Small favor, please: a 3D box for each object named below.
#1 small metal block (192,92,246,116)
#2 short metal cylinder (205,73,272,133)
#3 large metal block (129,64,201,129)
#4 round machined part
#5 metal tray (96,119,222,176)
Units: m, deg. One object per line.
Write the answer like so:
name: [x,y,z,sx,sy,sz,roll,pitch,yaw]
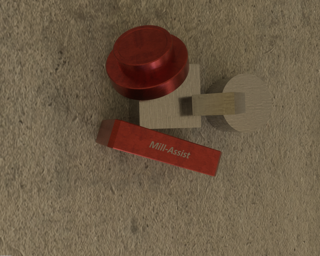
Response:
small metal block: [0.072,-0.029,0.375,0.050,0.050,0.025,-10,98,-61]
short metal cylinder: [0.108,-0.033,0.438,0.081,0.050,0.080,0,90,-20]
large metal block: [0.005,-0.040,0.400,0.081,0.050,0.080,-2,91,-20]
round machined part: [-0.017,-0.083,0.365,0.098,0.098,0.042,-38,147,-16]
metal tray: [-0.004,0.023,0.374,0.131,0.090,0.030,18,85,-19]
